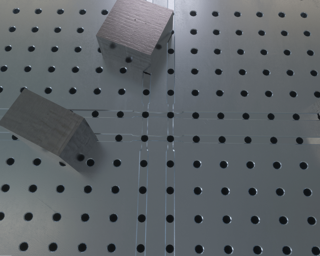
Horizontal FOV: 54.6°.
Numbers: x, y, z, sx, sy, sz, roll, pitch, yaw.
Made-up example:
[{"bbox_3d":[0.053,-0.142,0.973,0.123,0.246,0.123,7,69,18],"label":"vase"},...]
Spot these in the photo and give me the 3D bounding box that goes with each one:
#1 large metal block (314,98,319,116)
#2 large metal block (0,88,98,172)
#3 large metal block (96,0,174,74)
[{"bbox_3d":[0.267,-0.017,0.406,0.080,0.050,0.080,-14,71,-5],"label":"large metal block"},{"bbox_3d":[-0.131,0.006,0.380,0.080,0.080,0.050,26,72,9],"label":"large metal block"},{"bbox_3d":[-0.034,-0.136,0.448,0.080,0.050,0.080,22,71,8],"label":"large metal block"}]
